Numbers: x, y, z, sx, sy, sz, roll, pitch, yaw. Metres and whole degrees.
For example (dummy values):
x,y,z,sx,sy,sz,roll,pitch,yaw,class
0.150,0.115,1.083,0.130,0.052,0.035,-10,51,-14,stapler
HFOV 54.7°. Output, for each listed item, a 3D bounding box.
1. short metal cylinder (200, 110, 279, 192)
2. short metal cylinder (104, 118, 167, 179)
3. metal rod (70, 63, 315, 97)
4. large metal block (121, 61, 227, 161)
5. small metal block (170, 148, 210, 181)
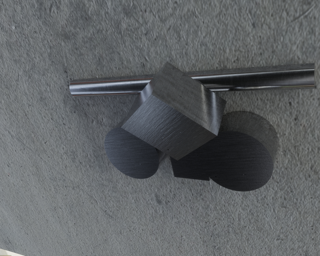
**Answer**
x,y,z,sx,sy,sz,roll,pitch,yaw,class
0.093,0.026,0.359,0.080,0.050,0.079,13,124,21,short metal cylinder
-0.027,0.022,0.419,0.080,0.050,0.079,13,124,21,short metal cylinder
0.015,-0.053,0.367,0.300,0.025,0.025,1,119,27,metal rod
0.014,-0.015,0.352,0.080,0.050,0.080,31,144,-13,large metal block
0.042,0.040,0.412,0.050,0.025,0.050,2,120,27,small metal block
